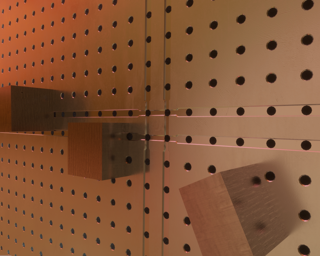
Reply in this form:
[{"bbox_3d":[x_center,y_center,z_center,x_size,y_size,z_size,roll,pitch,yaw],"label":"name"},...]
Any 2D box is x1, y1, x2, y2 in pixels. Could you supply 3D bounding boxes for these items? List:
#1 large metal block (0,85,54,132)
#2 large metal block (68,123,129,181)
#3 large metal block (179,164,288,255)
[{"bbox_3d":[-0.247,-0.033,0.574,0.050,0.081,0.079,-2,89,40],"label":"large metal block"},{"bbox_3d":[-0.094,0.032,0.468,0.080,0.050,0.079,1,91,39],"label":"large metal block"},{"bbox_3d":[0.075,0.086,0.311,0.050,0.081,0.080,-31,71,35],"label":"large metal block"}]
